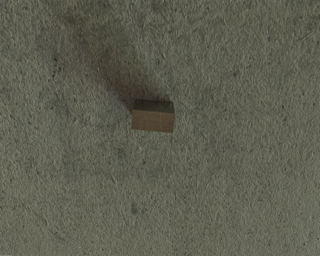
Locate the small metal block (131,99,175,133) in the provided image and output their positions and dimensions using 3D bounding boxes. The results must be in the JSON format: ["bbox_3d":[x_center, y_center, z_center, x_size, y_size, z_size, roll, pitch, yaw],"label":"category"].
[{"bbox_3d":[-0.009,-0.016,0.391,0.050,0.050,0.025,5,110,-2],"label":"small metal block"}]
